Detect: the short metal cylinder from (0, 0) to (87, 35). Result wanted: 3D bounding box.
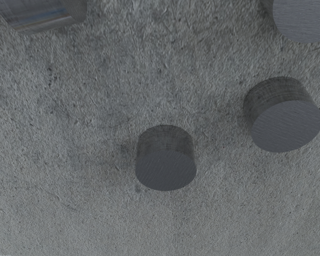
[{"bbox_3d":[-0.103,-0.125,0.263,0.050,0.080,0.080,-11,129,9],"label":"short metal cylinder"}]

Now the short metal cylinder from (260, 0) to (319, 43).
[{"bbox_3d":[0.138,-0.126,0.284,0.081,0.050,0.079,0,130,0],"label":"short metal cylinder"}]

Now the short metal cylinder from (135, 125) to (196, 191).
[{"bbox_3d":[0.008,0.042,0.426,0.081,0.050,0.079,0,130,0],"label":"short metal cylinder"}]

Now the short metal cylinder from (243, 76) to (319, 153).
[{"bbox_3d":[0.147,-0.016,0.379,0.081,0.050,0.079,0,130,0],"label":"short metal cylinder"}]
